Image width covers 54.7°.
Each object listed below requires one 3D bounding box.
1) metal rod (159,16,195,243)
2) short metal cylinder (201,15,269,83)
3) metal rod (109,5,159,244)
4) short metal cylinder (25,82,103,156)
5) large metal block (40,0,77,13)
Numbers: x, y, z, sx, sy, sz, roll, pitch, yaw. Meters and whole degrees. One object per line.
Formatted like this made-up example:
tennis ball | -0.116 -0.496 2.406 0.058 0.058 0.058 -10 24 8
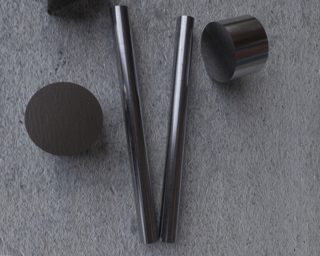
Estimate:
metal rod | 0.023 0.000 0.417 0.025 0.025 0.298 5 88 -20
short metal cylinder | 0.098 -0.106 0.416 0.050 0.080 0.080 -19 97 -19
metal rod | -0.032 -0.002 0.397 0.025 0.025 0.298 -8 93 -20
short metal cylinder | -0.110 -0.010 0.355 0.081 0.050 0.080 0 90 -20
large metal block | -0.114 -0.192 0.353 0.080 0.050 0.080 -33 101 -17
